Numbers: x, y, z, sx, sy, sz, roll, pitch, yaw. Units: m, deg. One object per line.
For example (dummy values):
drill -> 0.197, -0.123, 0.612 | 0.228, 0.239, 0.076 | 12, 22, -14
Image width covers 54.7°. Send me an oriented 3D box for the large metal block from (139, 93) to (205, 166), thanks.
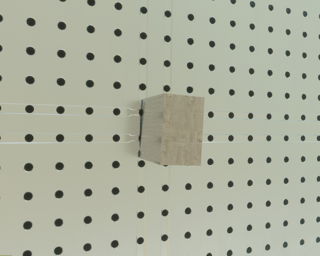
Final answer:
large metal block -> 0.012, 0.002, 0.388 | 0.050, 0.080, 0.079 | 4, 89, -20
